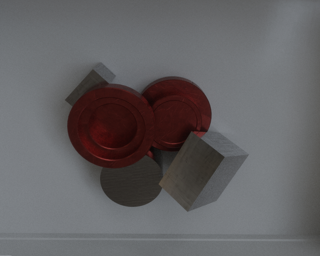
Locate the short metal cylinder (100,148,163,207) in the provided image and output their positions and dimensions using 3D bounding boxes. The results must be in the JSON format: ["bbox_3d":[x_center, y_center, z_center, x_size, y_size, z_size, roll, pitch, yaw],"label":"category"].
[{"bbox_3d":[-0.036,0.058,0.417,0.081,0.050,0.079,0,110,-1],"label":"short metal cylinder"}]

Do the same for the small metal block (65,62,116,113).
[{"bbox_3d":[-0.083,-0.050,0.376,0.025,0.050,0.050,43,105,-14],"label":"small metal block"}]

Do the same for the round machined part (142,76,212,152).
[{"bbox_3d":[0.017,-0.014,0.394,0.099,0.042,0.097,0,110,-1],"label":"round machined part"}]

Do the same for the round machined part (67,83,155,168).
[{"bbox_3d":[-0.055,-0.005,0.367,0.099,0.042,0.097,0,110,-1],"label":"round machined part"}]

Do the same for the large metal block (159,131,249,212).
[{"bbox_3d":[0.057,0.052,0.393,0.050,0.080,0.080,40,109,29],"label":"large metal block"}]
